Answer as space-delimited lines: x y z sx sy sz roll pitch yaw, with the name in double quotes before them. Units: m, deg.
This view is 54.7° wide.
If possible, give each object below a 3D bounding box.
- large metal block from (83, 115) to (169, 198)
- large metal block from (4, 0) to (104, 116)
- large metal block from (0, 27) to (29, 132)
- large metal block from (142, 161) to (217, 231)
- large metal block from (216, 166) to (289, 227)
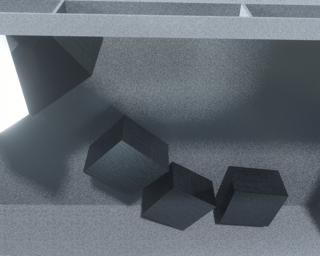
"large metal block" -0.045 0.041 0.427 0.080 0.050 0.080 36 121 -27
"large metal block" -0.109 -0.070 0.311 0.080 0.080 0.050 -29 125 22
"large metal block" -0.164 -0.043 0.251 0.080 0.050 0.079 20 132 22
"large metal block" 0.028 0.109 0.486 0.080 0.050 0.080 28 124 -23
"large metal block" 0.140 0.108 0.487 0.081 0.050 0.079 6 130 -6
